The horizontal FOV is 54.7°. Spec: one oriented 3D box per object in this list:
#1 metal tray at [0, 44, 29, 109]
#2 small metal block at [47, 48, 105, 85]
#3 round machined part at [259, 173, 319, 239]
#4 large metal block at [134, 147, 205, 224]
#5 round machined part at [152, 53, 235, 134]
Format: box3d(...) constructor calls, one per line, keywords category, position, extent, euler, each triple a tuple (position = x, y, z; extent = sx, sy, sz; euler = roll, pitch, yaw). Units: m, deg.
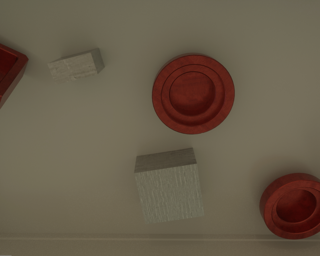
box3d(category="metal tray", position=(-0.224, -0.074, 0.333), extent=(0.131, 0.090, 0.030), euler=(24, 126, -19))
box3d(category="small metal block", position=(-0.098, -0.075, 0.369), extent=(0.050, 0.050, 0.025), euler=(-13, 110, 4))
box3d(category="round machined part", position=(0.192, 0.107, 0.444), extent=(0.099, 0.042, 0.097), euler=(0, 110, -1))
box3d(category="large metal block", position=(0.013, 0.079, 0.427), extent=(0.080, 0.050, 0.079), euler=(-9, 110, 3))
box3d(category="round machined part", position=(0.040, -0.044, 0.386), extent=(0.099, 0.042, 0.097), euler=(0, 110, -1))
